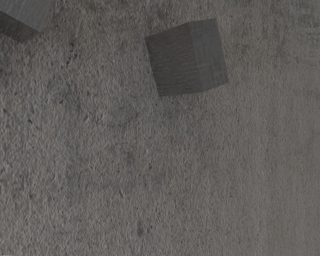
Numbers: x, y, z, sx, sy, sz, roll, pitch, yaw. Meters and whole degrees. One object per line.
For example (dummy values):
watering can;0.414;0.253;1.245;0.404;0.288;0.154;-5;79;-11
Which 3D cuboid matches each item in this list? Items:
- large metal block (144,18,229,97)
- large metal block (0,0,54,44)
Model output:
large metal block;0.033;-0.087;0.396;0.050;0.080;0.080;-24;105;-38
large metal block;-0.138;-0.134;0.272;0.080;0.050;0.080;25;74;-37
